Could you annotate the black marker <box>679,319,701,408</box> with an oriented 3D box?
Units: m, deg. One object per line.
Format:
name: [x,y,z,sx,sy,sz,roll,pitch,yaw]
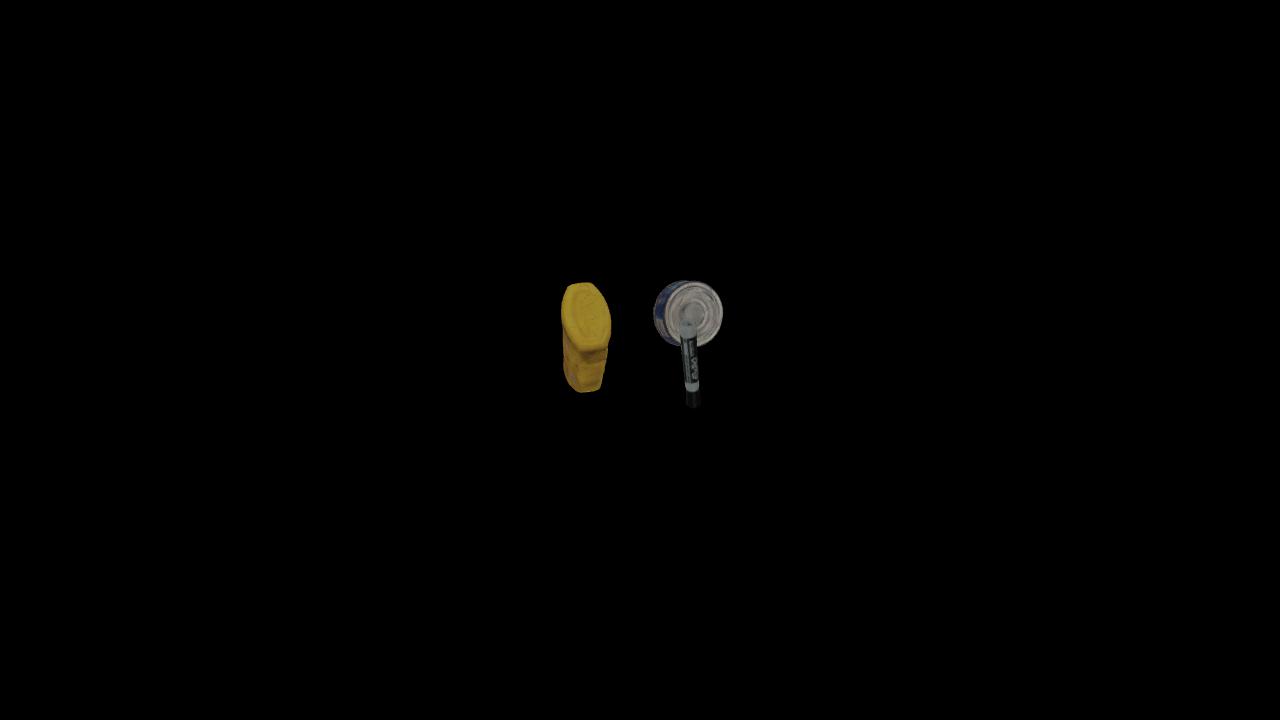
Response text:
black marker: [0.059,0.008,0.714,0.020,0.121,0.020,-5,35,4]

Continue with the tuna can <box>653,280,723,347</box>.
tuna can: [0.061,-0.058,0.770,0.084,0.084,0.034,0,6,-21]

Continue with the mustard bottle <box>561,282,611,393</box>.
mustard bottle: [-0.069,-0.009,0.752,0.054,0.092,0.184,-14,-24,-14]
